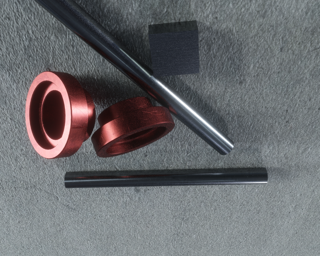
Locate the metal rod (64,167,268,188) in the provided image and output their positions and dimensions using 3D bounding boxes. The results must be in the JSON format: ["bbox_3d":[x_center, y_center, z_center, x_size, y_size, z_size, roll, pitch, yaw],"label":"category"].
[{"bbox_3d":[0.009,0.076,0.471,0.302,0.025,0.025,-1,130,1],"label":"metal rod"}]

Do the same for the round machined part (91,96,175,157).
[{"bbox_3d":[-0.035,-0.004,0.371,0.099,0.042,0.098,-22,167,-5],"label":"round machined part"}]

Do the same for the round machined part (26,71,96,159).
[{"bbox_3d":[-0.112,-0.015,0.358,0.042,0.098,0.098,-3,144,-49],"label":"round machined part"}]

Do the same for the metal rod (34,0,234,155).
[{"bbox_3d":[-0.013,-0.054,0.360,0.025,0.025,0.301,-37,122,27],"label":"metal rod"}]

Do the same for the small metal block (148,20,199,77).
[{"bbox_3d":[0.016,-0.085,0.335,0.050,0.025,0.050,-5,130,3],"label":"small metal block"}]
